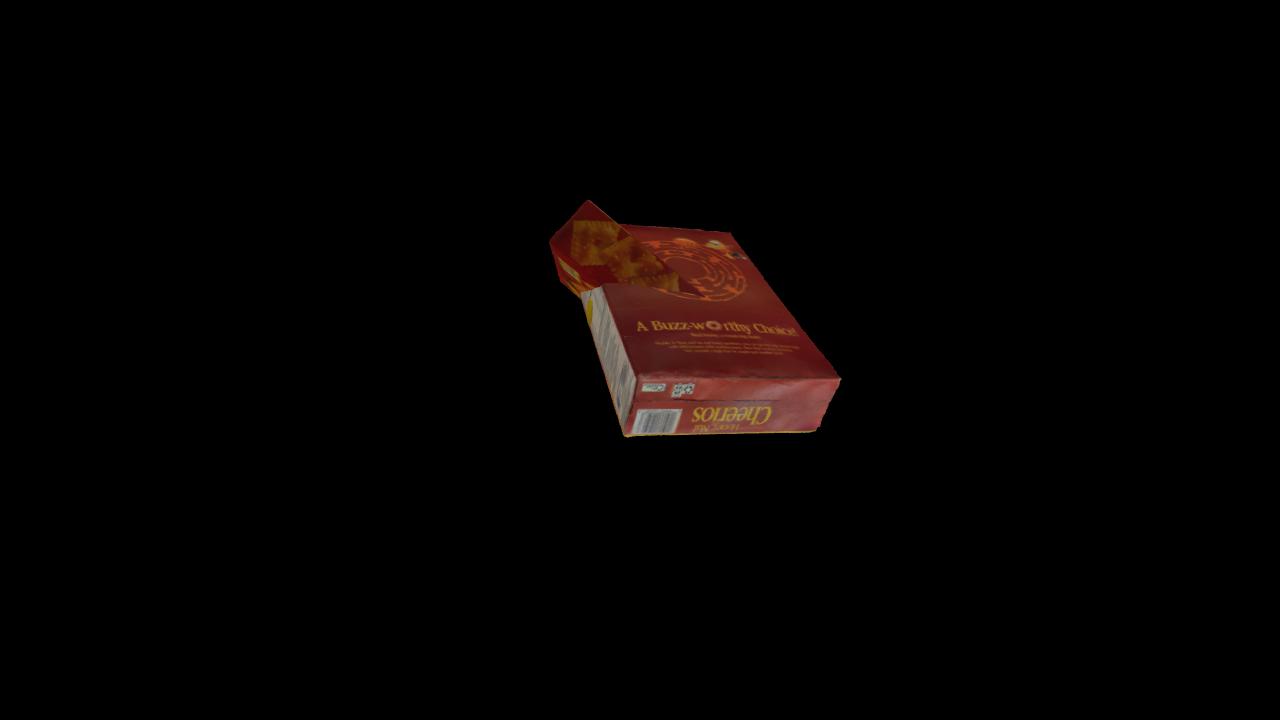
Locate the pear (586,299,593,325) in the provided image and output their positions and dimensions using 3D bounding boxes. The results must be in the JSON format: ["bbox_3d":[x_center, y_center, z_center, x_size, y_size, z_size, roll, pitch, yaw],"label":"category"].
[{"bbox_3d":[-0.016,-0.060,0.697,0.080,0.080,0.111,0,10,10],"label":"pear"}]

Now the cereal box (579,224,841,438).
[{"bbox_3d":[0.050,-0.048,0.666,0.203,0.081,0.306,1,37,-18],"label":"cereal box"}]

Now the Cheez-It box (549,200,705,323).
[{"bbox_3d":[0.005,-0.062,0.701,0.223,0.071,0.166,40,-8,2],"label":"Cheez-It box"}]
